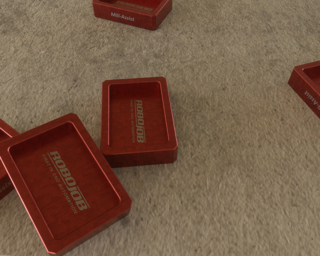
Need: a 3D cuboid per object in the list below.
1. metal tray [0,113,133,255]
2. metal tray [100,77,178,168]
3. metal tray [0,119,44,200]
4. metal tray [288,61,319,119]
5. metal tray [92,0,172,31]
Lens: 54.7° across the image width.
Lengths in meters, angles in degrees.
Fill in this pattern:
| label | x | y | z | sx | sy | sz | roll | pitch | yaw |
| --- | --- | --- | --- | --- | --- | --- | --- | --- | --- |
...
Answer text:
| label | x | y | z | sx | sy | sz | roll | pitch | yaw |
| --- | --- | --- | --- | --- | --- | --- | --- | --- | --- |
| metal tray | -0.101 | 0.055 | 0.329 | 0.091 | 0.030 | 0.130 | -27 | 69 | -25 |
| metal tray | -0.030 | -0.012 | 0.409 | 0.091 | 0.030 | 0.130 | -4 | 50 | -4 |
| metal tray | -0.215 | 0.051 | 0.353 | 0.090 | 0.030 | 0.131 | 31 | 56 | 23 |
| metal tray | 0.260 | -0.046 | 0.441 | 0.091 | 0.030 | 0.130 | -15 | 52 | -13 |
| metal tray | -0.052 | -0.237 | 0.598 | 0.130 | 0.030 | 0.090 | 18 | 52 | 14 |
